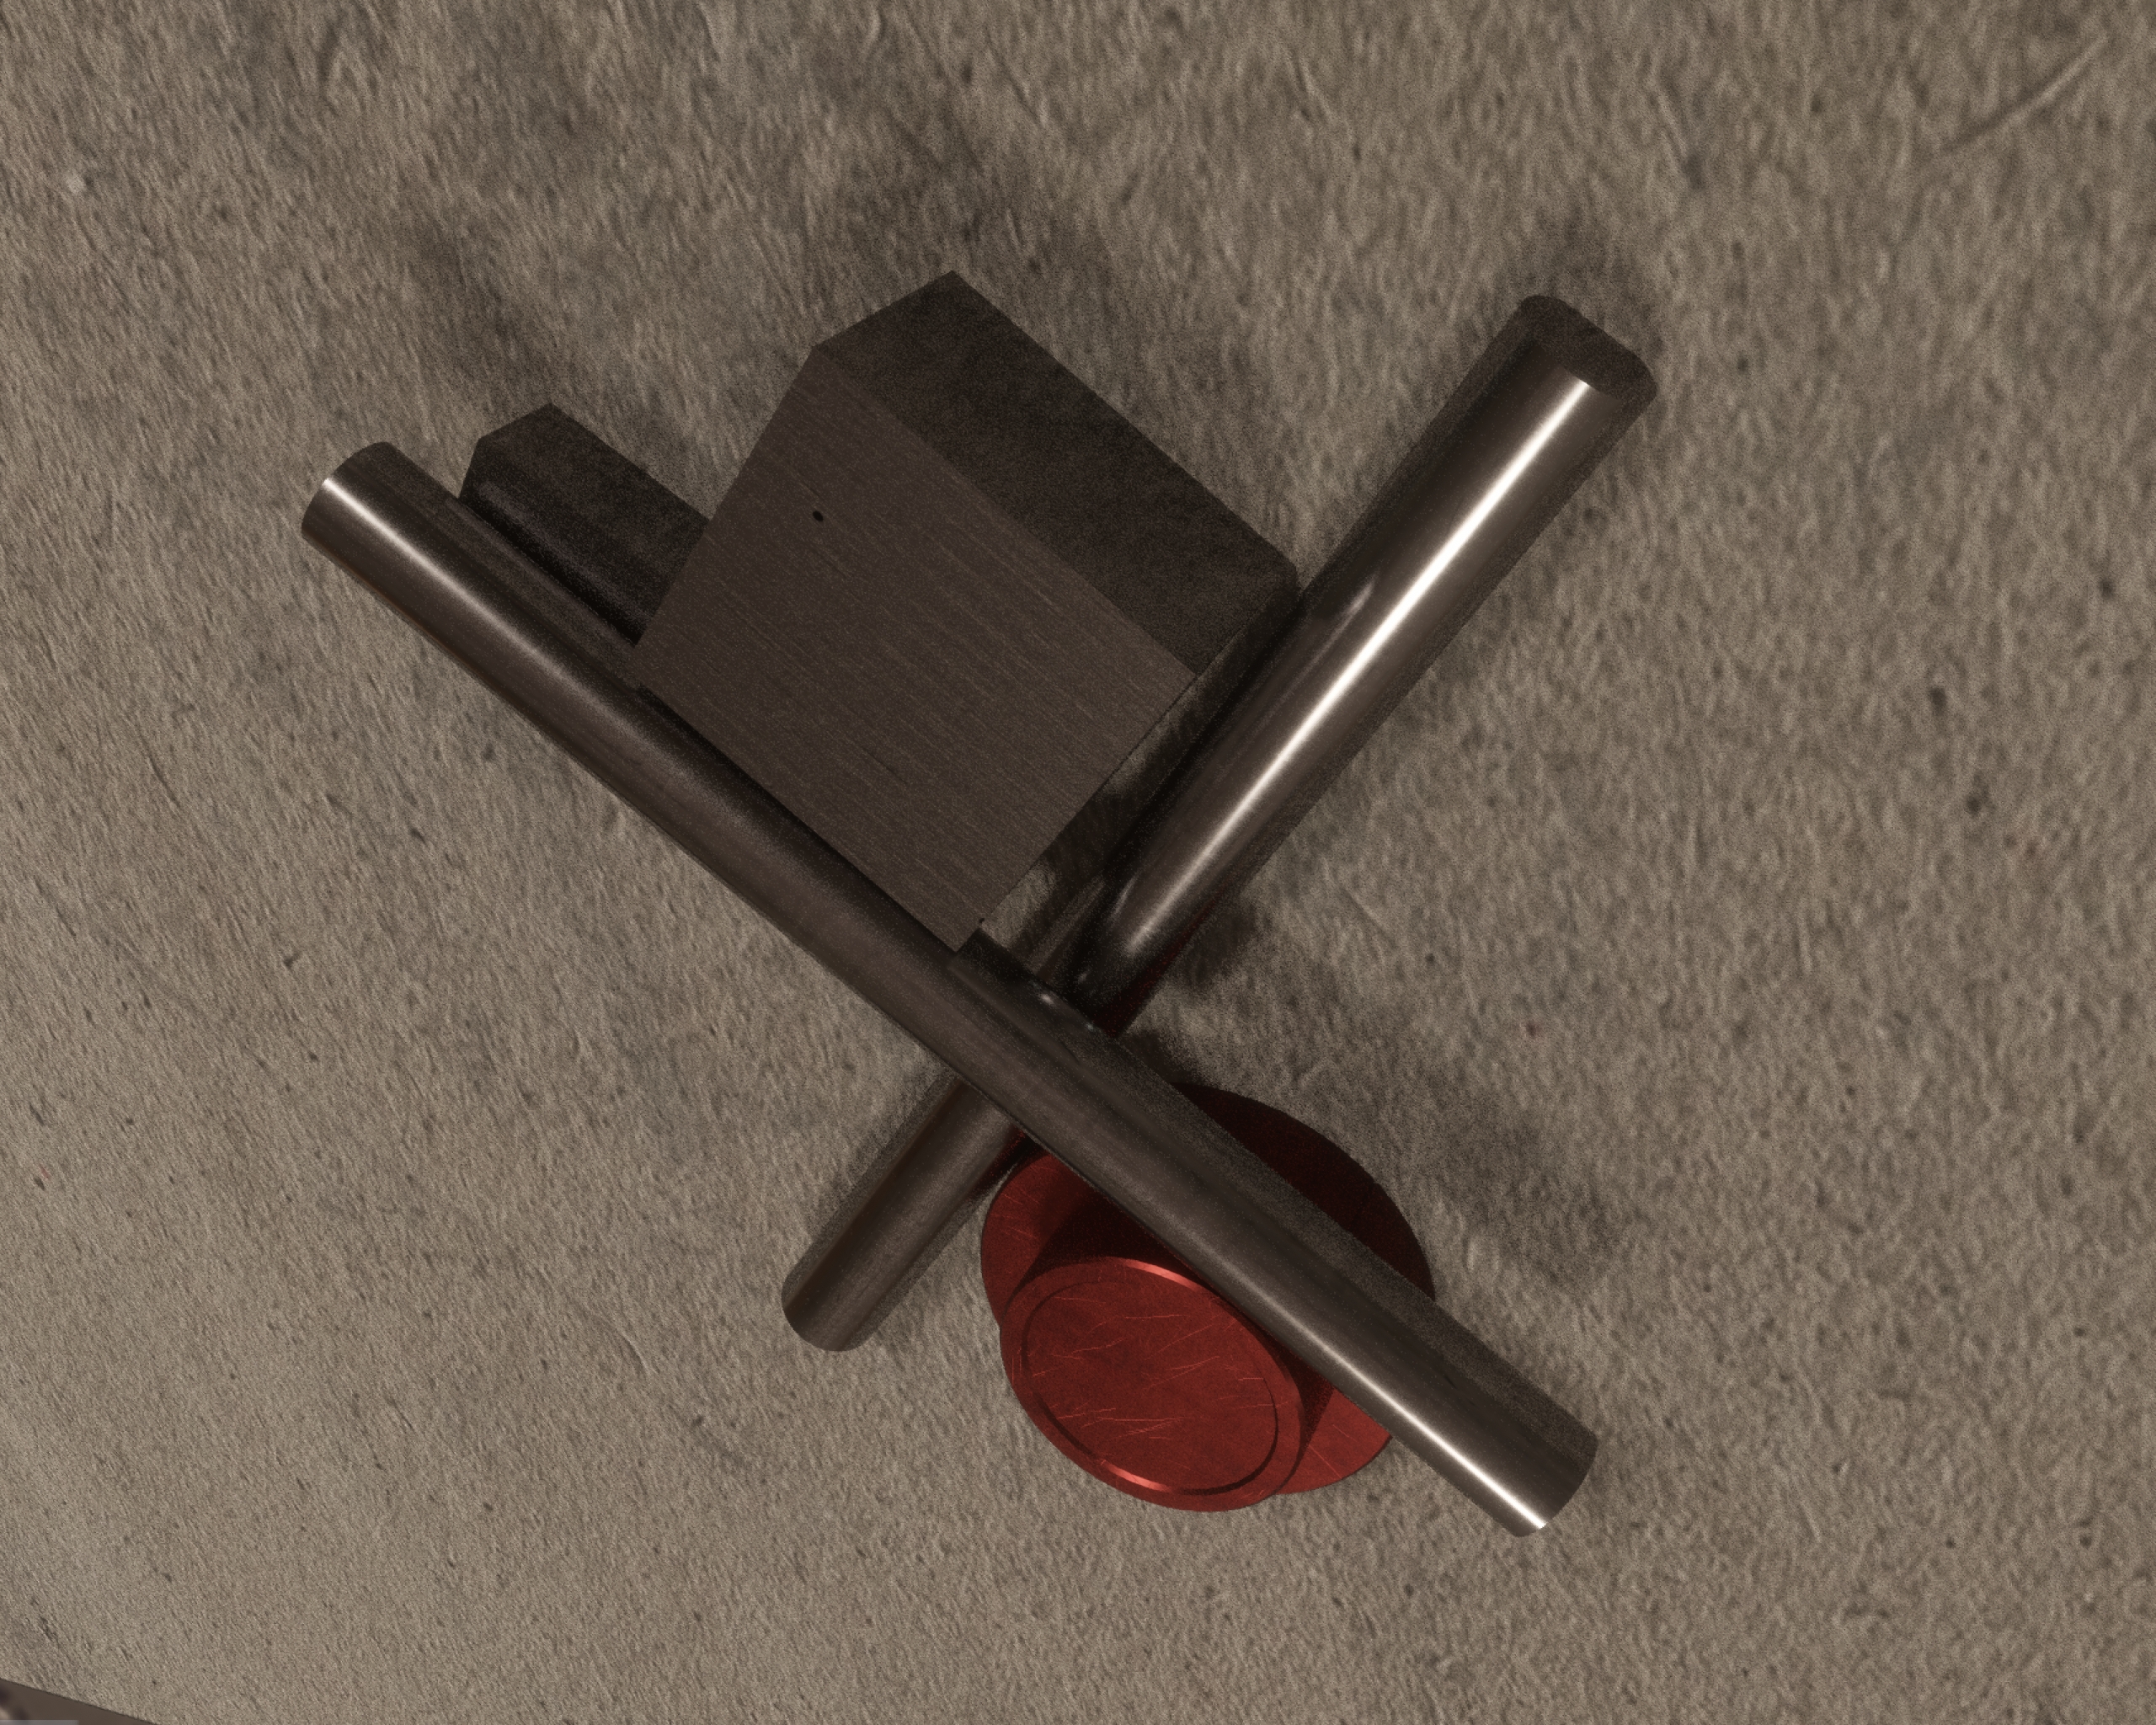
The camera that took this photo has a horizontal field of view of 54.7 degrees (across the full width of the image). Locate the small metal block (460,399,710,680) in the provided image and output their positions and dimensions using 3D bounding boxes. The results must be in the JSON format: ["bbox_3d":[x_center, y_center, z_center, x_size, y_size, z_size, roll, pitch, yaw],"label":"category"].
[{"bbox_3d":[-0.101,-0.057,0.426,0.050,0.025,0.050,37,129,3],"label":"small metal block"}]

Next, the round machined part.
[{"bbox_3d":[0.023,0.099,0.444,0.098,0.042,0.097,13,124,20],"label":"round machined part"}]

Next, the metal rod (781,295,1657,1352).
[{"bbox_3d":[0.009,0.014,0.413,0.025,0.025,0.298,38,129,2],"label":"metal rod"}]

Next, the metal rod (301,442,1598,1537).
[{"bbox_3d":[-0.025,0.024,0.402,0.300,0.025,0.025,39,129,1],"label":"metal rod"}]

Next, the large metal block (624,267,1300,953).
[{"bbox_3d":[-0.022,-0.045,0.376,0.080,0.050,0.080,41,129,0],"label":"large metal block"}]
